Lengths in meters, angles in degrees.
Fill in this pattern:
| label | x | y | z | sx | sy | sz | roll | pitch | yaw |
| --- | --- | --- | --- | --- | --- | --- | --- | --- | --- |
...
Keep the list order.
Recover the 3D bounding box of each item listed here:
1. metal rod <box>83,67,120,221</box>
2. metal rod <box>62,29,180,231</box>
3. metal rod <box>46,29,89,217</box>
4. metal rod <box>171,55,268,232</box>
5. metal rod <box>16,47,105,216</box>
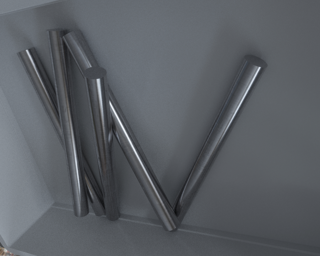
| label | x | y | z | sx | sy | sz | roll | pitch | yaw |
| --- | --- | --- | --- | --- | --- | --- | --- | --- | --- |
| metal rod | -0.077 | 0.046 | 0.444 | 0.025 | 0.025 | 0.298 | 20 | 136 | 17 |
| metal rod | -0.048 | 0.011 | 0.424 | 0.025 | 0.025 | 0.299 | -18 | 104 | 35 |
| metal rod | -0.134 | 0.008 | 0.463 | 0.025 | 0.025 | 0.298 | 11 | 117 | 22 |
| metal rod | 0.057 | 0.044 | 0.405 | 0.025 | 0.025 | 0.298 | 28 | 128 | 10 |
| metal rod | -0.148 | 0.019 | 0.498 | 0.025 | 0.025 | 0.298 | -5 | 117 | 30 |
